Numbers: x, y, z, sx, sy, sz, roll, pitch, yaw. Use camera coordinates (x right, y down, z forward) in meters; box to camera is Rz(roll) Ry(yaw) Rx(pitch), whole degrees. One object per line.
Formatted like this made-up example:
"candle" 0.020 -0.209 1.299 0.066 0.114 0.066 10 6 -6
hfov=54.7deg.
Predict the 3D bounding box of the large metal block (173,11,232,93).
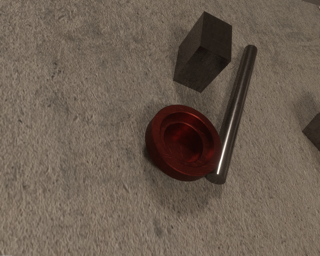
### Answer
"large metal block" 0.065 -0.115 0.476 0.050 0.080 0.080 22 54 -16

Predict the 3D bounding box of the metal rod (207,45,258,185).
"metal rod" 0.123 -0.041 0.497 0.025 0.025 0.301 32 51 -8

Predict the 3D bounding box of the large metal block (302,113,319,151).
"large metal block" 0.314 -0.010 0.548 0.081 0.080 0.050 -33 80 -38

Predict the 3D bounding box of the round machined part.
"round machined part" 0.026 0.022 0.395 0.099 0.042 0.098 14 56 -21
